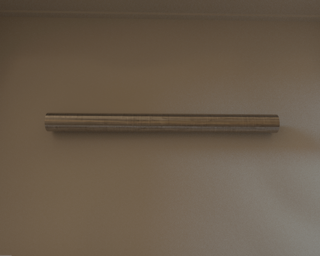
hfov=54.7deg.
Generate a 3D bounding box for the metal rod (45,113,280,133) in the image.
[{"bbox_3d":[0.003,-0.007,0.410,0.302,0.025,0.025,0,70,-1],"label":"metal rod"}]
